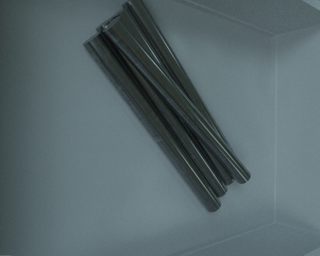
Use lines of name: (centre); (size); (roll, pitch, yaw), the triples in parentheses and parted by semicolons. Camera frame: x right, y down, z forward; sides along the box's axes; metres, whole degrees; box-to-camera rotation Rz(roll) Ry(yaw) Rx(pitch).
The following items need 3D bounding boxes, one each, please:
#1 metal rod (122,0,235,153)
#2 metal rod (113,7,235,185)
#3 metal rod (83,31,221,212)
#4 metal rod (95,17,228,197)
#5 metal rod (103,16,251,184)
metal rod: (0.043, -0.046, 0.440); (0.025, 0.025, 0.300); (-51, 120, -28)
metal rod: (0.030, -0.026, 0.430); (0.025, 0.025, 0.300); (-51, 120, -28)
metal rod: (0.004, 0.010, 0.408); (0.025, 0.025, 0.300); (-51, 120, -28)
metal rod: (0.016, -0.010, 0.418); (0.025, 0.025, 0.300); (-51, 120, -28)
metal rod: (0.039, -0.017, 0.404); (0.300, 0.025, 0.025); (46, 63, -30)
